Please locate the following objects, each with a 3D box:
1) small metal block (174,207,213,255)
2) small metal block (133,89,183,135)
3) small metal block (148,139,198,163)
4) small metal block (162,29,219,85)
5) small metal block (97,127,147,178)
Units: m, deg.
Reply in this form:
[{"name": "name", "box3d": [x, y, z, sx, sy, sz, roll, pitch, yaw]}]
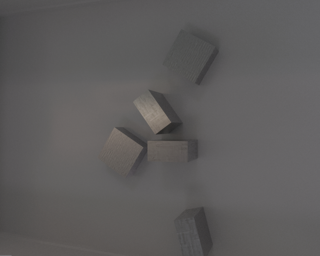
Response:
[{"name": "small metal block", "box3d": [0.042, 0.130, 0.382, 0.025, 0.050, 0.050, -16, 85, 19]}, {"name": "small metal block", "box3d": [-0.001, -0.020, 0.398, 0.025, 0.050, 0.050, -38, 78, 16]}, {"name": "small metal block", "box3d": [0.017, 0.028, 0.391, 0.050, 0.050, 0.025, 0, 90, 20]}, {"name": "small metal block", "box3d": [0.039, -0.090, 0.397, 0.050, 0.025, 0.050, 33, 101, 17]}, {"name": "small metal block", "box3d": [-0.050, 0.033, 0.428, 0.050, 0.025, 0.050, 34, 101, 16]}]
